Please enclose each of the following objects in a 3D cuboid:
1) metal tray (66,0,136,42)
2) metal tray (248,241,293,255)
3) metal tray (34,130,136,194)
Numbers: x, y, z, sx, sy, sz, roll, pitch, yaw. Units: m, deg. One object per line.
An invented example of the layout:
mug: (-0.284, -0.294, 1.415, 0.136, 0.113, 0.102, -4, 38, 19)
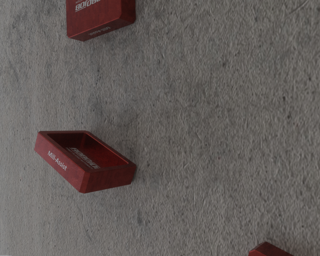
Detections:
metal tray: (-0.096, -0.195, 0.481, 0.130, 0.030, 0.089, -3, 88, 40)
metal tray: (0.119, 0.193, 0.302, 0.090, 0.030, 0.129, 20, 102, 38)
metal tray: (-0.110, 0.043, 0.453, 0.130, 0.091, 0.030, 29, 109, 36)
